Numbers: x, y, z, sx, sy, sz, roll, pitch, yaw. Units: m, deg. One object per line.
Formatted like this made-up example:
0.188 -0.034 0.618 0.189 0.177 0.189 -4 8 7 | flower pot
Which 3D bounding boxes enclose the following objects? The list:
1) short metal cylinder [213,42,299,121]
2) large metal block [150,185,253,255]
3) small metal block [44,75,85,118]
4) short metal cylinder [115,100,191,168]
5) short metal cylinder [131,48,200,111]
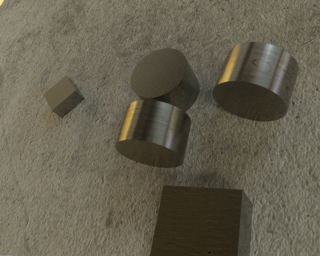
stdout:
0.105 -0.049 0.343 0.080 0.080 0.050 11 68 33 | short metal cylinder
0.042 0.104 0.302 0.080 0.050 0.080 -2 61 27 | large metal block
-0.162 -0.053 0.521 0.050 0.025 0.050 -40 51 0 | small metal block
-0.007 0.009 0.367 0.080 0.080 0.050 0 62 28 | short metal cylinder
0.008 -0.061 0.421 0.080 0.050 0.080 -13 56 21 | short metal cylinder
